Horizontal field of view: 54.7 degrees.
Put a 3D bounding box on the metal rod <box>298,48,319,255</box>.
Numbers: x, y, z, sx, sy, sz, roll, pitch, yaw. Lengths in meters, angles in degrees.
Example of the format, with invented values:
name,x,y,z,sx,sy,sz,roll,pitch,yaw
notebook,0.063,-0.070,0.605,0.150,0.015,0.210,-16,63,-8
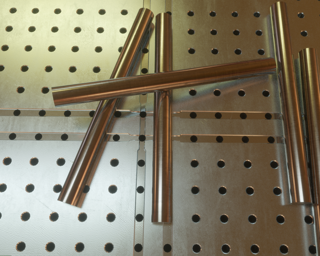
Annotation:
name,x,y,z,sx,sy,sz,roll,pitch,yaw
metal rod,0.205,0.030,0.403,0.025,0.025,0.299,4,70,1

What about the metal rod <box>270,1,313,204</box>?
name,x,y,z,sx,sy,sz,roll,pitch,yaw
metal rod,0.179,-0.048,0.431,0.025,0.025,0.299,2,70,0

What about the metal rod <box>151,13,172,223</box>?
name,x,y,z,sx,sy,sz,roll,pitch,yaw
metal rod,0.004,-0.027,0.421,0.025,0.025,0.299,1,70,0

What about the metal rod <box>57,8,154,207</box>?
name,x,y,z,sx,sy,sz,roll,pitch,yaw
metal rod,-0.067,-0.042,0.426,0.025,0.025,0.299,17,71,6

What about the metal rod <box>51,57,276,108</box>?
name,x,y,z,sx,sy,sz,roll,pitch,yaw
metal rod,0.016,-0.063,0.409,0.302,0.025,0.025,-10,70,-15
